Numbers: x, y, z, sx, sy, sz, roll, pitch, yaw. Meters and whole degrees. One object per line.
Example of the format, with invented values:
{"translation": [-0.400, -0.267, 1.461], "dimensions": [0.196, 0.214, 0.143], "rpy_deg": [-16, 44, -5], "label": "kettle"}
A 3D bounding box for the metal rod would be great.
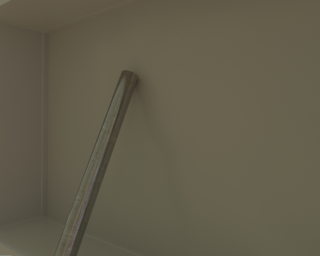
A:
{"translation": [-0.084, 0.059, 0.396], "dimensions": [0.025, 0.025, 0.300], "rpy_deg": [-1, 64, 40], "label": "metal rod"}
